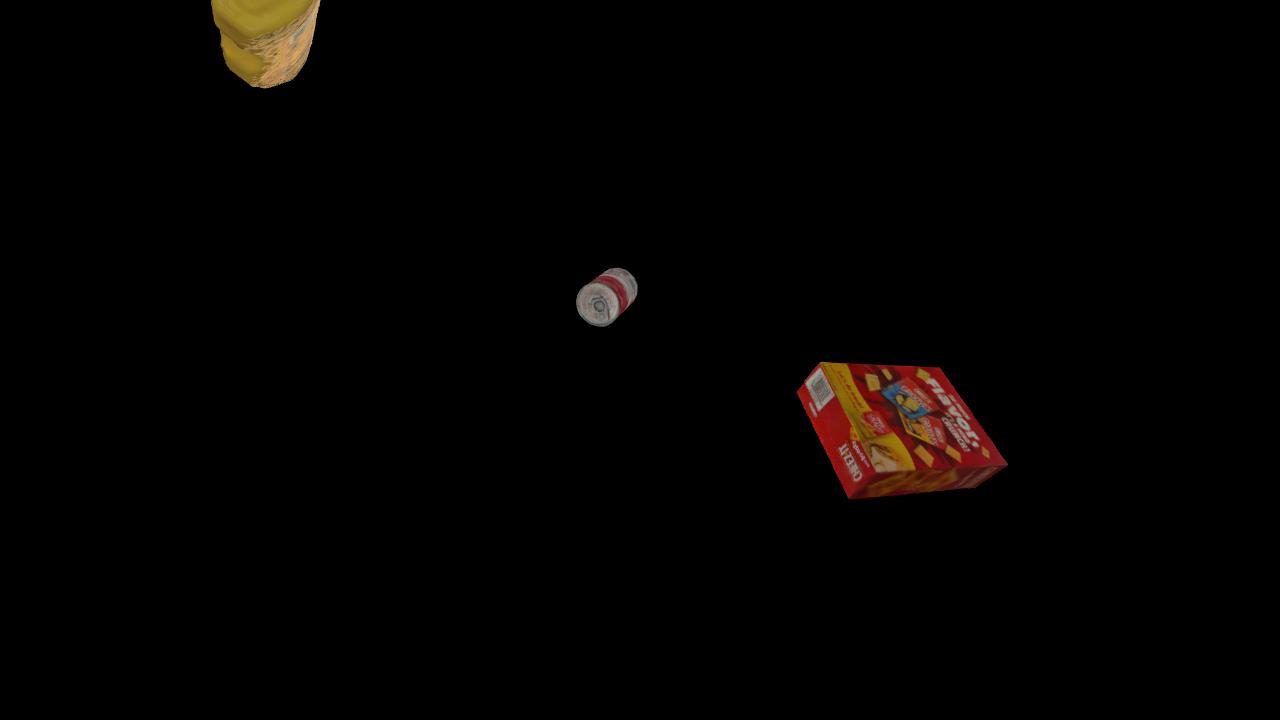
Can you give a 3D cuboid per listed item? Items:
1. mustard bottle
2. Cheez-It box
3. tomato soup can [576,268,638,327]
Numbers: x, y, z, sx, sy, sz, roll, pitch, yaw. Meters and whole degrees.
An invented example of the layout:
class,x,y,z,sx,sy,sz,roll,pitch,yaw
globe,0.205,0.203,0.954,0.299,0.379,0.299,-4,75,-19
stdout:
class,x,y,z,sx,sy,sz,roll,pitch,yaw
mustard bottle,-0.291,-0.262,0.487,0.054,0.092,0.184,29,-10,-29
Cheez-It box,0.337,0.087,0.802,0.223,0.166,0.071,1,-40,-24
tomato soup can,-0.048,-0.099,0.938,0.068,0.068,0.101,0,22,17
